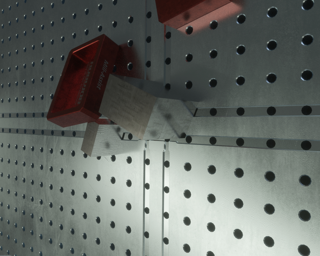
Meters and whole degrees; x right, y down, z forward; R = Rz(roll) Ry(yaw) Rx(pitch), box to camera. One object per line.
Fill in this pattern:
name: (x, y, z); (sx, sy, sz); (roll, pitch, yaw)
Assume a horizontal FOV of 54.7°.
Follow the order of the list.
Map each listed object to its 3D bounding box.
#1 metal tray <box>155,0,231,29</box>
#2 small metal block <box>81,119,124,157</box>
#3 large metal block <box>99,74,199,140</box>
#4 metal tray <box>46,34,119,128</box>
metal tray: (0.032, -0.201, 0.378); (0.090, 0.030, 0.129); (-15, 81, 38)
small metal block: (-0.084, 0.014, 0.460); (0.025, 0.050, 0.050); (28, 107, 36)
large metal block: (-0.014, -0.026, 0.383); (0.080, 0.081, 0.050); (30, 109, 35)
metal tray: (-0.115, -0.070, 0.465); (0.090, 0.030, 0.130); (-10, 60, 39)
